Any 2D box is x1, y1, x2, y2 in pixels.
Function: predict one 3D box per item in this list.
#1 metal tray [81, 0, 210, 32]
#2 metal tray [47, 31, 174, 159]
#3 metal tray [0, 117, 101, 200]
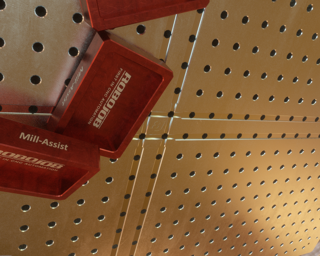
[{"bbox_3d":[-0.015,-0.155,0.303,0.131,0.030,0.090,-19,126,-17],"label":"metal tray"},{"bbox_3d":[-0.057,-0.031,0.349,0.091,0.030,0.129,20,113,-36],"label":"metal tray"},{"bbox_3d":[-0.142,0.037,0.328,0.131,0.030,0.090,21,134,-36],"label":"metal tray"}]
